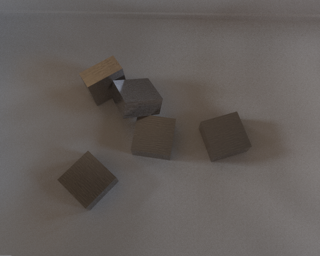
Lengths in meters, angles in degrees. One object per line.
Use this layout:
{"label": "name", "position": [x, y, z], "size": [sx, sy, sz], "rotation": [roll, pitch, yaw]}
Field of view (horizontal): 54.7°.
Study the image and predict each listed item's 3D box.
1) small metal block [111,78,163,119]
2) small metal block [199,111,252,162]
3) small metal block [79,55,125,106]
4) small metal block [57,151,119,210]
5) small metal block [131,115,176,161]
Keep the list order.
{"label": "small metal block", "position": [-0.031, -0.040, 0.406], "size": [0.050, 0.025, 0.050], "rotation": [-8, 43, -25]}
{"label": "small metal block", "position": [0.084, 0.012, 0.406], "size": [0.050, 0.025, 0.050], "rotation": [-16, 71, -6]}
{"label": "small metal block", "position": [-0.074, -0.063, 0.418], "size": [0.050, 0.050, 0.025], "rotation": [-31, 68, -11]}
{"label": "small metal block", "position": [-0.088, 0.065, 0.385], "size": [0.050, 0.025, 0.050], "rotation": [41, 75, 13]}
{"label": "small metal block", "position": [-0.008, 0.012, 0.405], "size": [0.050, 0.025, 0.050], "rotation": [8, 70, 3]}
